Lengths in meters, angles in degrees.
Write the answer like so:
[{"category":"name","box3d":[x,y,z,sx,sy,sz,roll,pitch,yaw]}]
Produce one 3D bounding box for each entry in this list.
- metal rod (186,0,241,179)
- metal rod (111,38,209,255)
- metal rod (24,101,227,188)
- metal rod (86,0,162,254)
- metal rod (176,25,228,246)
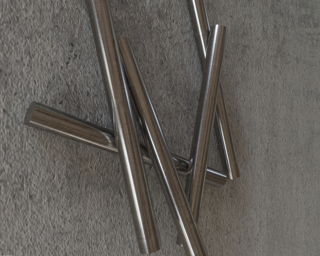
[{"category":"metal rod","box3d":[0.082,-0.063,0.473,0.025,0.025,0.298,-24,105,-38]},{"category":"metal rod","box3d":[0.003,0.039,0.370,0.025,0.025,0.299,-22,93,-38]},{"category":"metal rod","box3d":[-0.016,0.033,0.391,0.302,0.025,0.025,24,75,-38]},{"category":"metal rod","box3d":[-0.042,-0.013,0.341,0.025,0.025,0.298,-12,89,-39]},{"category":"metal rod","box3d":[0.058,0.005,0.419,0.025,0.025,0.299,17,80,-39]}]
